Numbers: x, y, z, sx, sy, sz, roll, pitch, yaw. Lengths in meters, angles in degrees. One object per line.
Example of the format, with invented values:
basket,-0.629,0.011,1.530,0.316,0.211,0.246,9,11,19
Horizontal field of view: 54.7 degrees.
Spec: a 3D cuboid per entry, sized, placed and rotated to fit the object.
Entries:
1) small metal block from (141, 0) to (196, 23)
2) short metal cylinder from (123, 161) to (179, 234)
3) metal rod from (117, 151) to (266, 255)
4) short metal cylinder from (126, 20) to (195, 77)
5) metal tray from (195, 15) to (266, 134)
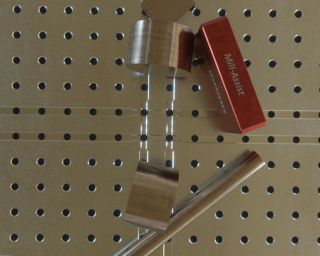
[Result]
small metal block,0.011,-0.162,0.413,0.050,0.025,0.050,45,90,0
short metal cylinder,-0.011,0.085,0.386,0.050,0.080,0.080,14,90,0
metal rod,0.014,0.132,0.413,0.300,0.025,0.025,-38,90,0
short metal cylinder,0.001,-0.096,0.386,0.080,0.080,0.050,7,90,0
metal tray,0.081,-0.059,0.381,0.030,0.090,0.129,-21,90,0
